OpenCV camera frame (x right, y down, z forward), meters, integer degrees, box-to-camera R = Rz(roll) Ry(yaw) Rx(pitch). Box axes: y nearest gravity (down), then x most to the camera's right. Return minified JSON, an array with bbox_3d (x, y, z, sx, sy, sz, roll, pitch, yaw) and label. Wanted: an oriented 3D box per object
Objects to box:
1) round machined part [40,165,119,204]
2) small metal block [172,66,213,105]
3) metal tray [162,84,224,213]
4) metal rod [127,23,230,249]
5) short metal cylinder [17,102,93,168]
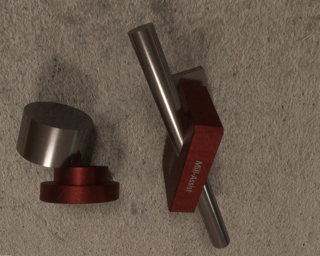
[{"bbox_3d":[-0.102,0.070,0.401,0.099,0.098,0.042,1,84,-1],"label":"round machined part"},{"bbox_3d":[0.036,-0.046,0.393,0.050,0.025,0.050,-17,109,5],"label":"small metal block"},{"bbox_3d":[0.032,0.025,0.365,0.030,0.090,0.129,5,127,-10],"label":"metal tray"},{"bbox_3d":[0.032,0.031,0.351,0.025,0.025,0.299,-19,118,6],"label":"metal rod"},{"bbox_3d":[-0.129,0.006,0.381,0.080,0.080,0.050,17,109,-7],"label":"short metal cylinder"}]
